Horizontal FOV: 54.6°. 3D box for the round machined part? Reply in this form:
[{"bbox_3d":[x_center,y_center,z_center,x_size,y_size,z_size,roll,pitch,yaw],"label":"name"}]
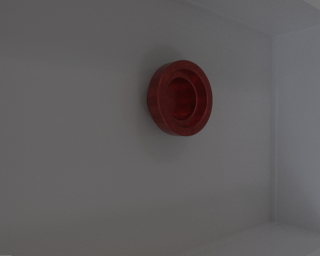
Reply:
[{"bbox_3d":[0.022,-0.038,0.413,0.099,0.042,0.097,0,90,-40],"label":"round machined part"}]
